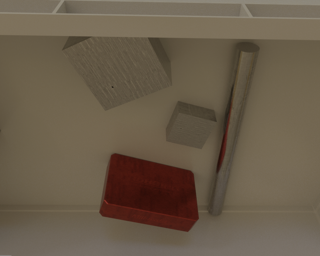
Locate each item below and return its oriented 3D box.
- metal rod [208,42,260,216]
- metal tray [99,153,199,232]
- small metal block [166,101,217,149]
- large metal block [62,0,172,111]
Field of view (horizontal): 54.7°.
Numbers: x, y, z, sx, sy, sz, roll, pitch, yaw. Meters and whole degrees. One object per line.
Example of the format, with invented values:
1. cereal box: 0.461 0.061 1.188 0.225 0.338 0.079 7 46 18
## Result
1. metal rod: 0.095 0.026 0.432 0.025 0.025 0.298 0 130 -1
2. metal tray: -0.014 0.091 0.443 0.131 0.090 0.030 15 129 -13
3. small metal block: 0.040 -0.003 0.407 0.050 0.025 0.050 13 129 -12
4. large metal block: -0.041 -0.075 0.328 0.080 0.050 0.080 -19 128 15
